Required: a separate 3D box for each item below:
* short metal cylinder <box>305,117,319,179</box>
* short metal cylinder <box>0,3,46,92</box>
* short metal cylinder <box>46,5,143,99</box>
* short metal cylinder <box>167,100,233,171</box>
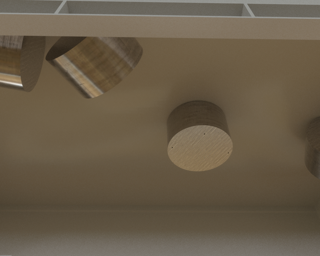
[{"bbox_3d":[0.231,0.026,0.397,0.080,0.080,0.050,-11,129,9],"label":"short metal cylinder"},{"bbox_3d":[-0.150,-0.079,0.304,0.050,0.080,0.079,10,129,-9],"label":"short metal cylinder"},{"bbox_3d":[-0.064,-0.075,0.308,0.080,0.080,0.050,-26,126,20],"label":"short metal cylinder"},{"bbox_3d":[0.050,0.011,0.402,0.081,0.050,0.079,0,130,0],"label":"short metal cylinder"}]
